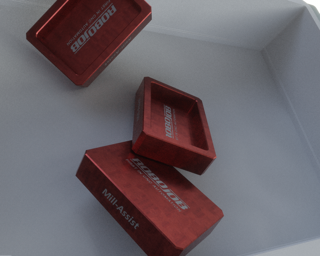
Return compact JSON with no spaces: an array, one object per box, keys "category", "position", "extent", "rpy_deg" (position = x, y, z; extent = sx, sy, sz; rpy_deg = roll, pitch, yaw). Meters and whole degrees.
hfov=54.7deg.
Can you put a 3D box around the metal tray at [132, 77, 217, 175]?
[{"category":"metal tray","position":[0.015,-0.008,0.387],"extent":[0.091,0.030,0.130],"rpy_deg":[21,33,-16]}]

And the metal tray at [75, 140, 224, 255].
[{"category":"metal tray","position":[-0.010,0.066,0.313],"extent":[0.130,0.030,0.091],"rpy_deg":[40,27,24]}]

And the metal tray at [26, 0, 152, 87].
[{"category":"metal tray","position":[-0.085,-0.126,0.382],"extent":[0.090,0.030,0.130],"rpy_deg":[44,91,-2]}]
